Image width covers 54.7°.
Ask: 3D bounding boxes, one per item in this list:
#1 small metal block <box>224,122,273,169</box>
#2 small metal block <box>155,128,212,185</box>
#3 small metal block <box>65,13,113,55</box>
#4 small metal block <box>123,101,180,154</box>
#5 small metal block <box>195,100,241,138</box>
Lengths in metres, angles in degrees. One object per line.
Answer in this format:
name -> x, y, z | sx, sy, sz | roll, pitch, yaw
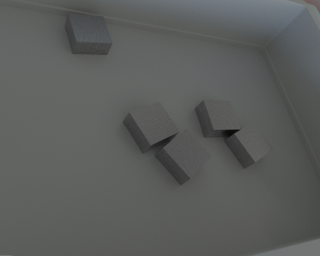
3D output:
small metal block -> 0.133, 0.026, 0.464 | 0.050, 0.025, 0.050 | -25, 76, -37
small metal block -> 0.031, 0.037, 0.401 | 0.050, 0.025, 0.050 | 48, 51, 5
small metal block -> -0.100, -0.130, 0.432 | 0.050, 0.025, 0.050 | -7, 65, -32
small metal block -> -0.011, -0.002, 0.402 | 0.050, 0.025, 0.050 | -24, 75, -37
small metal block -> 0.086, -0.014, 0.462 | 0.050, 0.025, 0.050 | -1, 62, -29
